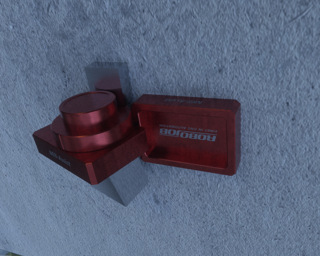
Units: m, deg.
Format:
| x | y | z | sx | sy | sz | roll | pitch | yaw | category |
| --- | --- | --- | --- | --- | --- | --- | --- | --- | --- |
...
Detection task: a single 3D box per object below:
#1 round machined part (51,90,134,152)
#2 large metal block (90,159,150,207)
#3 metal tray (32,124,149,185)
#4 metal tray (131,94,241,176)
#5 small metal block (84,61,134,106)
| x | y | z | sx | sy | sz | roll | pitch | yaw | category |
| --- | --- | --- | --- | --- | --- | --- | --- | --- | --- |
| -0.085 | -0.014 | 0.381 | 0.098 | 0.098 | 0.042 | 6 | 121 | 25 | round machined part |
| -0.071 | 0.054 | 0.437 | 0.080 | 0.050 | 0.080 | 18 | 141 | 39 | large metal block |
| -0.091 | 0.017 | 0.400 | 0.130 | 0.091 | 0.030 | 19 | 128 | 39 | metal tray |
| 0.033 | 0.007 | 0.391 | 0.130 | 0.030 | 0.089 | 6 | 121 | 24 | metal tray |
| -0.066 | -0.059 | 0.405 | 0.050 | 0.025 | 0.050 | 6 | 121 | 24 | small metal block |
